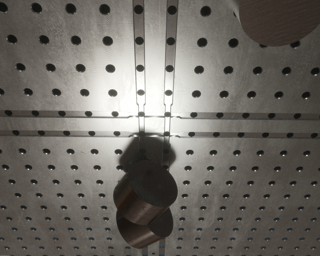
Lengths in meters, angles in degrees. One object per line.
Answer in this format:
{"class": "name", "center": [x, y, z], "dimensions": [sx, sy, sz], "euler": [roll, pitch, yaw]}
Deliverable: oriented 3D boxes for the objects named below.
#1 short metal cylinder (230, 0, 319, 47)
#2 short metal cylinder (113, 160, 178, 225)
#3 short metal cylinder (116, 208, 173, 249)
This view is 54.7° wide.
{"class": "short metal cylinder", "center": [0.110, -0.125, 0.291], "dimensions": [0.081, 0.050, 0.079], "euler": [0, 130, 0]}
{"class": "short metal cylinder", "center": [-0.021, 0.094, 0.455], "dimensions": [0.080, 0.080, 0.050], "euler": [23, 126, -19]}
{"class": "short metal cylinder", "center": [-0.024, 0.146, 0.500], "dimensions": [0.050, 0.080, 0.080], "euler": [-35, 122, 25]}
